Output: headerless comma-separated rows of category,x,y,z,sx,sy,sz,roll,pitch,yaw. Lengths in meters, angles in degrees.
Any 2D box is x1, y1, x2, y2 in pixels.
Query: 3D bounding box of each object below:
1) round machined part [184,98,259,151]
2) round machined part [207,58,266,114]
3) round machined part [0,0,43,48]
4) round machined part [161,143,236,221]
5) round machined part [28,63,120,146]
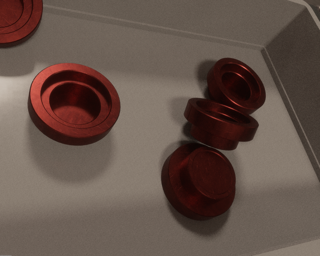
round machined part,0.079,-0.003,0.421,0.099,0.042,0.098,16,20,-5
round machined part,0.117,-0.061,0.498,0.099,0.042,0.098,14,56,-21
round machined part,-0.191,-0.143,0.362,0.099,0.042,0.097,-1,92,-23
round machined part,0.055,0.062,0.388,0.099,0.042,0.098,14,56,-21
round machined part,-0.099,-0.023,0.356,0.099,0.042,0.098,14,56,-21
